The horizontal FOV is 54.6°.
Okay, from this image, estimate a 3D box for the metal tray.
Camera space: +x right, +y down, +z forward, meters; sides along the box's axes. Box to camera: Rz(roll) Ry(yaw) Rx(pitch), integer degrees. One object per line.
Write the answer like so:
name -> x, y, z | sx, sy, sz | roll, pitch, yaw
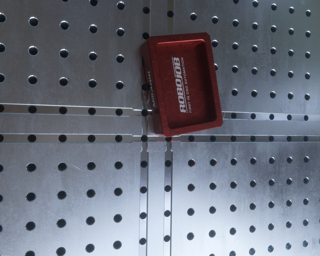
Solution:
metal tray -> 0.031, -0.058, 0.420 | 0.091, 0.030, 0.129 | -11, 94, -20
